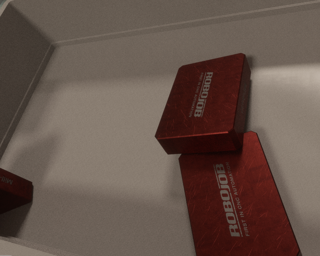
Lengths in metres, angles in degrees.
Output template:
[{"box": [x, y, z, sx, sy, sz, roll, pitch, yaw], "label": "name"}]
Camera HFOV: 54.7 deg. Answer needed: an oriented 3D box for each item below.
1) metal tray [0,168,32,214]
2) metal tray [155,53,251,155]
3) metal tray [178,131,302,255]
[{"box": [-0.254, 0.081, 0.419, 0.090, 0.130, 0.030, -23, 54, 14], "label": "metal tray"}, {"box": [0.055, -0.031, 0.369, 0.090, 0.030, 0.130, -6, 46, 29], "label": "metal tray"}, {"box": [0.075, 0.075, 0.316, 0.090, 0.030, 0.130, -20, 54, 16], "label": "metal tray"}]
